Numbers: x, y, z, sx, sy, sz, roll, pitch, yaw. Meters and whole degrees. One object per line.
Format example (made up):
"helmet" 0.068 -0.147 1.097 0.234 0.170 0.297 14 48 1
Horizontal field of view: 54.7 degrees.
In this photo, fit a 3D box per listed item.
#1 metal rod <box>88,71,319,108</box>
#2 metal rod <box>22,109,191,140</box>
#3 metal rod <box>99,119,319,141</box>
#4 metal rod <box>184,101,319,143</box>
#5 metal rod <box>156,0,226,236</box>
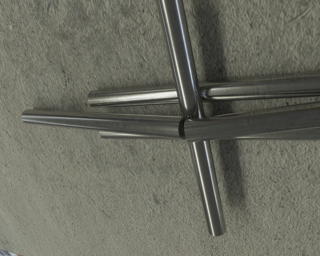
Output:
"metal rod" 0.041 -0.042 0.359 0.300 0.025 0.025 -1 118 28
"metal rod" -0.094 -0.009 0.418 0.300 0.025 0.025 4 121 36
"metal rod" 0.053 0.002 0.380 0.300 0.025 0.025 -1 118 28
"metal rod" 0.170 -0.015 0.277 0.301 0.025 0.025 -8 115 20
"metal rod" 0.043 0.006 0.356 0.025 0.025 0.298 -1 118 28
